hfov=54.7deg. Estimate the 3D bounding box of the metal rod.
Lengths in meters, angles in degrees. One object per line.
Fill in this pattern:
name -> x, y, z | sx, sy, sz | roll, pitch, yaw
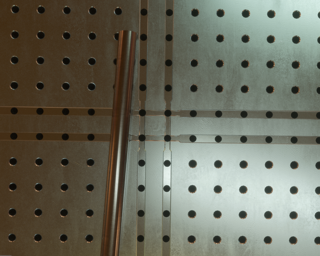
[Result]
metal rod -> -0.054, 0.022, 0.412 | 0.025, 0.025, 0.298 | 5, 90, -1
